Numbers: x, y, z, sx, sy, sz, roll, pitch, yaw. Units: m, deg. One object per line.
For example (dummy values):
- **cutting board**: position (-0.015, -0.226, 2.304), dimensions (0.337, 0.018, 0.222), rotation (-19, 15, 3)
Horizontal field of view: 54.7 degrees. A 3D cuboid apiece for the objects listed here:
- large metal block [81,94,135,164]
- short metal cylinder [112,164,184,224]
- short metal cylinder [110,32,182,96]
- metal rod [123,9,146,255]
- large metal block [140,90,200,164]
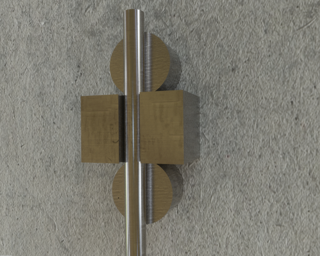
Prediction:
- **large metal block**: position (-0.057, 0.001, 0.401), dimensions (0.050, 0.080, 0.080), rotation (-1, 90, 20)
- **short metal cylinder**: position (-0.014, 0.078, 0.402), dimensions (0.080, 0.050, 0.080), rotation (0, 89, 20)
- **short metal cylinder**: position (-0.017, -0.078, 0.403), dimensions (0.080, 0.050, 0.080), rotation (0, 89, 20)
- **metal rod**: position (-0.030, 0.012, 0.367), dimensions (0.025, 0.025, 0.298), rotation (-1, 90, 20)
- **large metal block**: position (0.015, -0.001, 0.375), dimensions (0.050, 0.080, 0.080), rotation (-1, 90, 20)
